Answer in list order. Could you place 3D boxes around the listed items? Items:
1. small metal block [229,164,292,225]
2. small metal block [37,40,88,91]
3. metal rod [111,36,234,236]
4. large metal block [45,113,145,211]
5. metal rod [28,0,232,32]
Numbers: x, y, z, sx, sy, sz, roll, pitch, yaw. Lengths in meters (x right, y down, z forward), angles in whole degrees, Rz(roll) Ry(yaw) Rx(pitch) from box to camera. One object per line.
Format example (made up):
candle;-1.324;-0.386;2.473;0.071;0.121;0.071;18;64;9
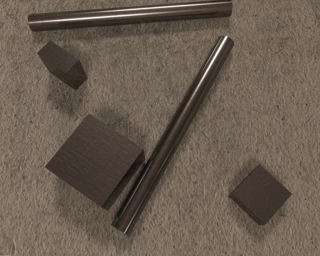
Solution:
small metal block;0.122;0.082;0.380;0.050;0.025;0.050;-42;76;-14
small metal block;-0.132;-0.084;0.424;0.050;0.050;0.025;34;74;11
metal rod;0.025;-0.003;0.409;0.025;0.025;0.300;27;72;9
large metal block;-0.075;0.043;0.378;0.080;0.050;0.080;32;73;10
metal rod;-0.042;-0.171;0.470;0.302;0.025;0.025;-5;70;-3
